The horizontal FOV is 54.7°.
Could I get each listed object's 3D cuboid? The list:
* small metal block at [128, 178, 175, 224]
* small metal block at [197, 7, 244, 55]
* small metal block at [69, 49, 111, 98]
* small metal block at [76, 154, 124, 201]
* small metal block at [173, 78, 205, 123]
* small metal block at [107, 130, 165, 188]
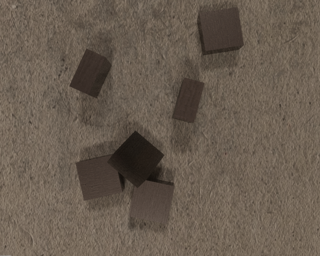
[{"bbox_3d":[-0.011,0.094,0.410,0.050,0.025,0.050,12,90,-1],"label":"small metal block"},{"bbox_3d":[0.079,-0.128,0.411,0.050,0.025,0.050,-9,90,-1],"label":"small metal block"},{"bbox_3d":[-0.087,-0.068,0.396,0.025,0.050,0.050,24,90,0],"label":"small metal block"},{"bbox_3d":[-0.078,0.064,0.409,0.050,0.025,0.050,-12,90,-1],"label":"small metal block"},{"bbox_3d":[0.035,-0.034,0.398,0.025,0.050,0.050,15,90,0],"label":"small metal block"},{"bbox_3d":[-0.030,0.039,0.395,0.050,0.050,0.025,40,132,0],"label":"small metal block"}]
